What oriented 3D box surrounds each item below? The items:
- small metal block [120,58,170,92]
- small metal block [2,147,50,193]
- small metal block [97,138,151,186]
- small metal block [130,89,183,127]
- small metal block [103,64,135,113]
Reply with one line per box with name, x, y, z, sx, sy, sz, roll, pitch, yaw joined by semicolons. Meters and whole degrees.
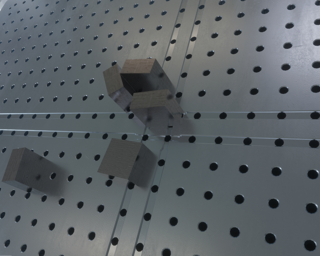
small metal block;-0.021;-0.074;0.450;0.050;0.050;0.025;5;64;30
small metal block;-0.197;0.063;0.459;0.025;0.050;0.050;-9;58;24
small metal block;-0.047;0.044;0.407;0.050;0.025;0.050;7;65;31
small metal block;-0.004;-0.025;0.410;0.050;0.050;0.025;-3;60;27
small metal block;-0.056;-0.058;0.459;0.025;0.050;0.050;-28;52;11
